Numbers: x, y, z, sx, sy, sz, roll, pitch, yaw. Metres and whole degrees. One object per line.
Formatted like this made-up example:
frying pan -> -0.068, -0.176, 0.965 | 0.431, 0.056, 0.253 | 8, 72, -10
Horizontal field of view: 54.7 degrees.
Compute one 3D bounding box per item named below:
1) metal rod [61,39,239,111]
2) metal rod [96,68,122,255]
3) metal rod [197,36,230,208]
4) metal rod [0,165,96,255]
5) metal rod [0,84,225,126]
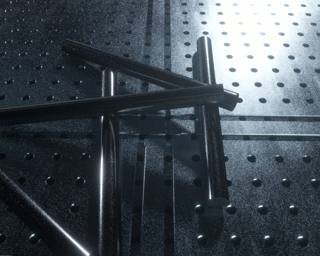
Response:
metal rod -> -0.030, -0.085, 0.460 | 0.301, 0.025, 0.025 | 23, 53, 24
metal rod -> -0.061, 0.033, 0.379 | 0.025, 0.025, 0.300 | -4, 50, -4
metal rod -> 0.069, -0.033, 0.435 | 0.025, 0.025, 0.300 | 2, 50, 1
metal rod -> -0.188, 0.058, 0.356 | 0.300, 0.025, 0.025 | 32, 57, 23
metal rod -> -0.072, -0.028, 0.396 | 0.302, 0.025, 0.025 | -5, 50, 7
